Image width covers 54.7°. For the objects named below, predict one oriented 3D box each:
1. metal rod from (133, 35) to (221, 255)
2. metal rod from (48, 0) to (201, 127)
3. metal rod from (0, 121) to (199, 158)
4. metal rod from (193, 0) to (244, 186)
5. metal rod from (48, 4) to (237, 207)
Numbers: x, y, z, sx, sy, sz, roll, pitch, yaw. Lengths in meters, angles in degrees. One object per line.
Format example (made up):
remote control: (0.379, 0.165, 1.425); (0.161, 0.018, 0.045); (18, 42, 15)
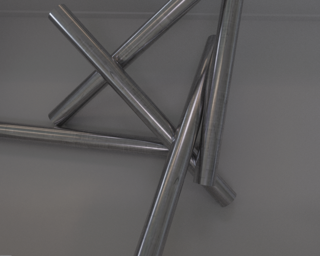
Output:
metal rod: (0.030, 0.006, 0.351); (0.025, 0.025, 0.300); (17, 61, 6)
metal rod: (-0.027, -0.102, 0.375); (0.300, 0.025, 0.025); (-39, 73, 15)
metal rod: (-0.101, 0.014, 0.403); (0.302, 0.025, 0.025); (6, 70, 2)
metal rod: (0.074, -0.084, 0.356); (0.025, 0.025, 0.298); (9, 87, 3)
metal rod: (-0.017, -0.022, 0.367); (0.025, 0.025, 0.300); (-44, 95, -14)
